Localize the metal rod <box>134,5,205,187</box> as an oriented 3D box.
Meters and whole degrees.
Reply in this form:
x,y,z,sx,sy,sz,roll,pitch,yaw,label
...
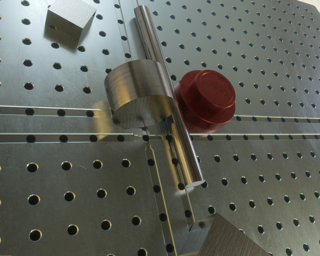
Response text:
x,y,z,sx,sy,sz,roll,pitch,yaw,label
0.007,-0.061,0.450,0.025,0.025,0.299,-2,63,-29,metal rod

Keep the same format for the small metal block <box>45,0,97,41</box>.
x,y,z,sx,sy,sz,roll,pitch,yaw,label
-0.125,-0.159,0.439,0.050,0.025,0.050,27,52,-12,small metal block

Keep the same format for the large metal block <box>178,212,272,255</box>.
x,y,z,sx,sy,sz,roll,pitch,yaw,label
0.064,0.154,0.335,0.080,0.050,0.080,39,51,-2,large metal block

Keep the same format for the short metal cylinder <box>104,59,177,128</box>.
x,y,z,sx,sy,sz,roll,pitch,yaw,label
-0.025,-0.040,0.385,0.081,0.080,0.050,-3,63,-30,short metal cylinder

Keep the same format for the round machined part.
x,y,z,sx,sy,sz,roll,pitch,yaw,label
0.075,-0.049,0.470,0.099,0.042,0.098,14,56,-21,round machined part
